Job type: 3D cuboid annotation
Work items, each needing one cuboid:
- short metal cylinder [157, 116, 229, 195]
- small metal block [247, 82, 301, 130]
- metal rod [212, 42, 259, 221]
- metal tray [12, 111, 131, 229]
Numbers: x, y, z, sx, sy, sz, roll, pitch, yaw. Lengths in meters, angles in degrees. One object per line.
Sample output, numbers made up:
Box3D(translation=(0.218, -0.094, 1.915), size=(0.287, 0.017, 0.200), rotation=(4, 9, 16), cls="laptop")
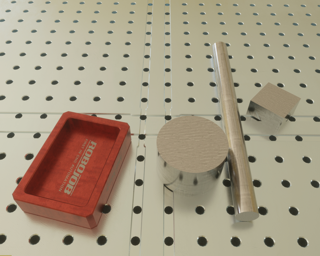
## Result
Box3D(translation=(0.036, 0.032, 0.365), size=(0.081, 0.050, 0.080), rotation=(1, 50, 0), cls="short metal cylinder")
Box3D(translation=(0.160, -0.032, 0.436), size=(0.050, 0.025, 0.050), rotation=(34, 58, 25), cls="small metal block")
Box3D(translation=(0.096, -0.021, 0.426), size=(0.025, 0.025, 0.300), rotation=(1, 50, 1), cls="metal rod")
Box3D(translation=(-0.097, 0.043, 0.366), size=(0.090, 0.030, 0.130), rotation=(11, 51, 9), cls="metal tray")
